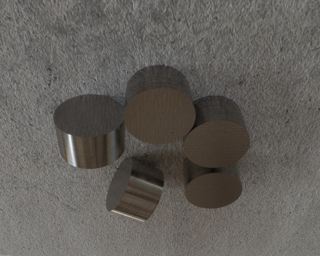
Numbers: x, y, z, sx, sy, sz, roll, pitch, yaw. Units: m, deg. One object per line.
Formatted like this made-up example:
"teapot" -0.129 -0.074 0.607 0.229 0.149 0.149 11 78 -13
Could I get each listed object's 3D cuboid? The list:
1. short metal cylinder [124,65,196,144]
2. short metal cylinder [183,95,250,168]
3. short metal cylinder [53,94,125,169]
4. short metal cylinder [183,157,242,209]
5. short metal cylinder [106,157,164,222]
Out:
"short metal cylinder" -0.001 -0.027 0.366 0.081 0.050 0.079 -2 130 -2
"short metal cylinder" 0.069 0.005 0.396 0.081 0.050 0.079 0 130 0
"short metal cylinder" -0.082 0.003 0.372 0.081 0.080 0.050 3 130 -3
"short metal cylinder" 0.075 0.074 0.454 0.081 0.050 0.079 0 130 0
"short metal cylinder" -0.037 0.088 0.445 0.050 0.080 0.080 25 126 -20
